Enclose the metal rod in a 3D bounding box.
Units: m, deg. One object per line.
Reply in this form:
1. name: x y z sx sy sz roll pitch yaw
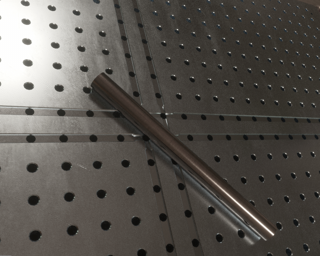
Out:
1. metal rod: 0.031 0.037 0.403 0.300 0.025 0.025 42 51 0
